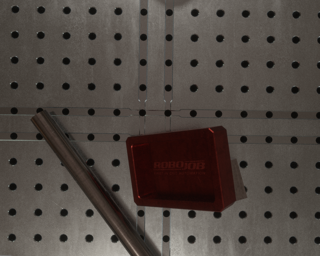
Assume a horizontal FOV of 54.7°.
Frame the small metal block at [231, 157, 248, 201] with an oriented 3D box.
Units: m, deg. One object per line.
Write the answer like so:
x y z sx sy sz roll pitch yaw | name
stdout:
0.087 0.065 0.402 0.025 0.050 0.050 -16 90 -2 | small metal block

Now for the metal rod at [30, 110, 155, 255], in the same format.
-0.072 0.104 0.412 0.025 0.025 0.299 -36 90 0 | metal rod

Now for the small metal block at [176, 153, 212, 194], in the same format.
0.044 0.058 0.399 0.025 0.050 0.050 -18 89 -42 | small metal block

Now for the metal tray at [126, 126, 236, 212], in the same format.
0.020 0.049 0.373 0.130 0.030 0.089 -7 90 39 | metal tray
